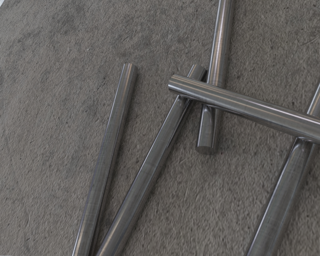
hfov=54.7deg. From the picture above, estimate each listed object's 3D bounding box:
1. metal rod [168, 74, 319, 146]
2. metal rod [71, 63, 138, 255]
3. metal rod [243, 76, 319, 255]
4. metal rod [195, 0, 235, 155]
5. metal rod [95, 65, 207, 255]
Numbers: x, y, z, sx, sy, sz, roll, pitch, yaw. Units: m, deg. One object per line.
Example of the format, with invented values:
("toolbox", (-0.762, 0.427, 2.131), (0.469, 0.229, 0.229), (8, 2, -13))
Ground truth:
("metal rod", (0.129, -0.006, 0.306), (0.300, 0.025, 0.025), (25, 75, 36))
("metal rod", (-0.070, 0.038, 0.417), (0.025, 0.025, 0.300), (-4, 60, 26))
("metal rod", (0.135, 0.040, 0.308), (0.025, 0.025, 0.300), (18, 71, 35))
("metal rod", (0.082, -0.105, 0.425), (0.025, 0.025, 0.300), (-2, 60, 27))
("metal rod", (-0.011, 0.049, 0.379), (0.025, 0.025, 0.300), (15, 69, 34))
